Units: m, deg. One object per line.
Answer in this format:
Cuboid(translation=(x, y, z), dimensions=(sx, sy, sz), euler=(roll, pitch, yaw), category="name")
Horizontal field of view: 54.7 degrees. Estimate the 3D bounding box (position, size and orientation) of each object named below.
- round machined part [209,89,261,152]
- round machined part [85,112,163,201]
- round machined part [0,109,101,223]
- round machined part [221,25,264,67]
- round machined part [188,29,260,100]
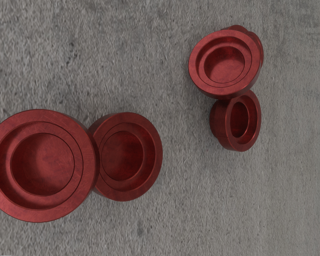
Cuboid(translation=(0.115, -0.013, 0.487), dimensions=(0.099, 0.042, 0.097), euler=(-5, 97, -42), category="round machined part")
Cuboid(translation=(-0.047, 0.031, 0.354), dimensions=(0.099, 0.042, 0.097), euler=(0, 90, -40), category="round machined part")
Cuboid(translation=(-0.104, 0.033, 0.285), dimensions=(0.099, 0.042, 0.097), euler=(0, 88, -1), category="round machined part")
Cuboid(translation=(0.132, -0.119, 0.504), dimensions=(0.099, 0.042, 0.097), euler=(0, 90, -40), category="round machined part")
Cuboid(translation=(0.093, -0.087, 0.444), dimensions=(0.042, 0.098, 0.098), euler=(36, 65, -66), category="round machined part")
